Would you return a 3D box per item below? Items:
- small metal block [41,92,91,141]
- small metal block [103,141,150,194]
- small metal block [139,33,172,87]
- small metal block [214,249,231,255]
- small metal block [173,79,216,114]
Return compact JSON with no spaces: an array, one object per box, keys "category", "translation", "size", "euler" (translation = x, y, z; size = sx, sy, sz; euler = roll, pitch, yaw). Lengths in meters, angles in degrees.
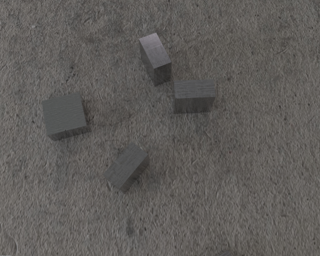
[{"category":"small metal block","translation":[-0.125,-0.015,0.413],"size":[0.050,0.025,0.050],"euler":[-15,71,-6]},{"category":"small metal block","translation":[-0.039,0.050,0.376],"size":[0.025,0.050,0.050],"euler":[37,74,12]},{"category":"small metal block","translation":[-0.006,-0.093,0.429],"size":[0.025,0.050,0.050],"euler":[-23,72,-8]},{"category":"small metal block","translation":[0.067,0.173,0.345],"size":[0.050,0.025,0.050],"euler":[-29,73,-10]},{"category":"small metal block","translation":[0.043,-0.041,0.410],"size":[0.050,0.050,0.025],"euler":[-3,70,-1]}]
